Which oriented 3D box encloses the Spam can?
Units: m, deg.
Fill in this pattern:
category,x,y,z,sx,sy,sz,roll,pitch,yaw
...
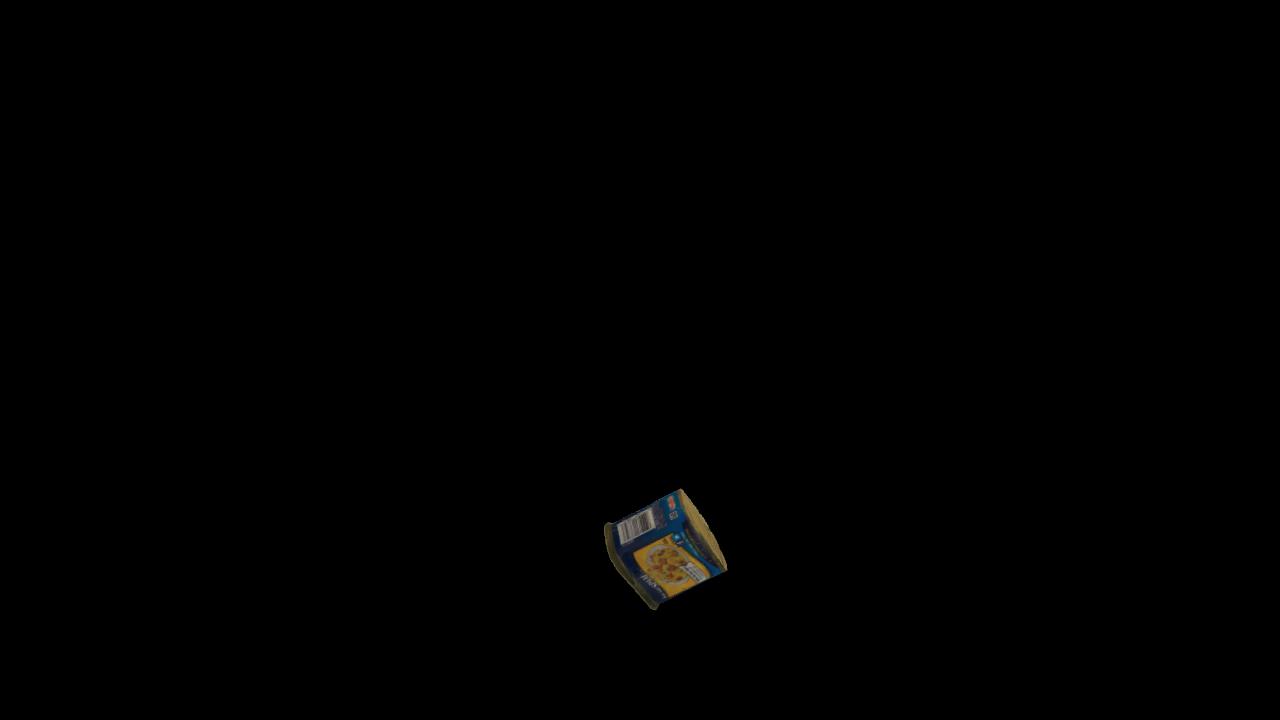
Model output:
category,x,y,z,sx,sy,sz,roll,pitch,yaw
Spam can,0.027,0.185,0.603,0.085,0.101,0.058,-29,33,7
